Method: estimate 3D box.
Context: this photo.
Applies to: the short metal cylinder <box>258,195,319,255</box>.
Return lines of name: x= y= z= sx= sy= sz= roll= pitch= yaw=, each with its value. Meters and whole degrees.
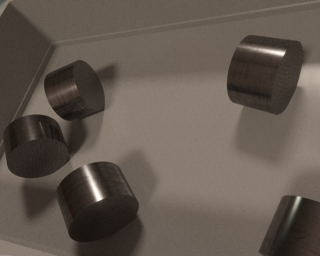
short metal cylinder: x=0.127 y=0.095 z=0.245 sx=0.080 sy=0.080 sz=0.050 roll=19 pitch=72 yaw=35

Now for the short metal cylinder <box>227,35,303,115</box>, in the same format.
short metal cylinder: x=0.118 y=-0.060 z=0.345 sx=0.050 sy=0.080 sz=0.080 roll=21 pitch=73 yaw=35

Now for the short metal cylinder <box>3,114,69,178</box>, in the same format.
short metal cylinder: x=-0.178 y=0.027 z=0.445 sx=0.080 sy=0.080 sz=0.050 roll=-36 pitch=52 yaw=4

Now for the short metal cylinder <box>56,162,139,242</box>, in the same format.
short metal cylinder: x=-0.071 y=0.085 z=0.355 sx=0.080 sy=0.080 sz=0.050 roll=-38 pitch=51 yaw=2

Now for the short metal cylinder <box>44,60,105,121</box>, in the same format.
short metal cylinder: x=-0.127 y=-0.056 z=0.470 sx=0.050 sy=0.080 sz=0.080 roll=-19 pitch=54 yaw=17
